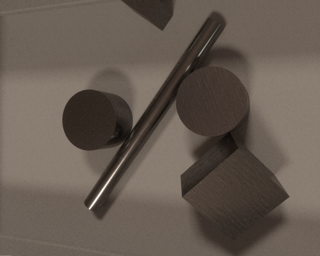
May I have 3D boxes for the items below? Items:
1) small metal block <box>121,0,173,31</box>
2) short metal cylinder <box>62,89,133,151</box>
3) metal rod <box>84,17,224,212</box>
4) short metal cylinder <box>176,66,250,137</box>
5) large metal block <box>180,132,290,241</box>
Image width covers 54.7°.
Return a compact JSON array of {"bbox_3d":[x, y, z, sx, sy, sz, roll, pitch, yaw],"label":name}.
[{"bbox_3d":[-0.017,-0.157,0.402,0.050,0.050,0.025,39,102,15],"label":"small metal block"},{"bbox_3d":[-0.085,-0.010,0.426,0.080,0.050,0.079,0,90,19],"label":"short metal cylinder"},{"bbox_3d":[-0.014,-0.010,0.414,0.025,0.025,0.299,38,102,15],"label":"metal rod"},{"bbox_3d":[0.065,-0.030,0.374,0.080,0.050,0.079,0,90,19],"label":"short metal cylinder"},{"bbox_3d":[0.081,0.065,0.353,0.080,0.050,0.080,43,105,-12],"label":"large metal block"}]
